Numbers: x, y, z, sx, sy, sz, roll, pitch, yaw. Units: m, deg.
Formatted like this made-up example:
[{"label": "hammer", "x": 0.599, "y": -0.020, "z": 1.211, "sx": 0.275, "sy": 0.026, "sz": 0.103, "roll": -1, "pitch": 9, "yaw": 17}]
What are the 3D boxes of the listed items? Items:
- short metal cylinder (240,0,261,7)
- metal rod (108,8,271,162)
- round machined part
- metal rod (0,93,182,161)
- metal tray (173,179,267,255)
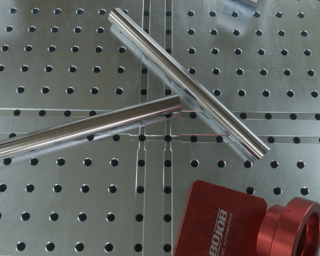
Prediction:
[{"label": "short metal cylinder", "x": 0.143, "y": -0.233, "z": 0.469, "sx": 0.050, "sy": 0.080, "sz": 0.080, "roll": 31, "pitch": 73, "yaw": 10}, {"label": "metal rod", "x": 0.032, "y": -0.069, "z": 0.437, "sx": 0.025, "sy": 0.025, "sz": 0.300, "roll": -41, "pitch": 75, "yaw": -14}, {"label": "round machined part", "x": 0.141, "y": 0.123, "z": 0.340, "sx": 0.042, "sy": 0.098, "sz": 0.098, "roll": 10, "pitch": 65, "yaw": 42}, {"label": "metal rod", "x": -0.119, "y": 0.005, "z": 0.408, "sx": 0.302, "sy": 0.025, "sz": 0.025, "roll": -16, "pitch": 71, "yaw": -6}, {"label": "metal tray", "x": 0.066, "y": 0.136, "z": 0.360, "sx": 0.090, "sy": 0.030, "sz": 0.130, "roll": 16, "pitch": 71, "yaw": 5}]
